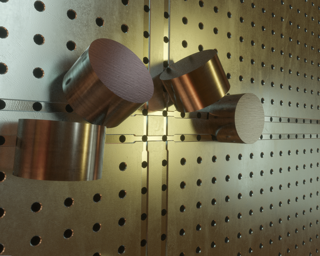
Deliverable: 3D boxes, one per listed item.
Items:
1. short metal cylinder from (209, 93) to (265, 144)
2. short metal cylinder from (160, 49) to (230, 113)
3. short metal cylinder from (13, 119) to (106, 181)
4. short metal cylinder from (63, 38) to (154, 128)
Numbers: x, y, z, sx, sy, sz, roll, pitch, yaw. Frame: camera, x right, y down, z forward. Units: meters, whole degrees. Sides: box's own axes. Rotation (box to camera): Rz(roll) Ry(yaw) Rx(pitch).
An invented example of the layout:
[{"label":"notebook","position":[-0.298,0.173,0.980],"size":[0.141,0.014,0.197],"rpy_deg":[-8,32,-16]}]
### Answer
[{"label":"short metal cylinder","position":[0.125,-0.015,0.500],"size":[0.081,0.050,0.079],"rpy_deg":[0,90,-40]},{"label":"short metal cylinder","position":[0.047,-0.063,0.415],"size":[0.080,0.080,0.050],"rpy_deg":[-43,117,-32]},{"label":"short metal cylinder","position":[-0.094,0.020,0.296],"size":[0.081,0.080,0.050],"rpy_deg":[7,86,-40]},{"label":"short metal cylinder","position":[-0.053,-0.047,0.327],"size":[0.080,0.050,0.080],"rpy_deg":[30,41,-30]}]
